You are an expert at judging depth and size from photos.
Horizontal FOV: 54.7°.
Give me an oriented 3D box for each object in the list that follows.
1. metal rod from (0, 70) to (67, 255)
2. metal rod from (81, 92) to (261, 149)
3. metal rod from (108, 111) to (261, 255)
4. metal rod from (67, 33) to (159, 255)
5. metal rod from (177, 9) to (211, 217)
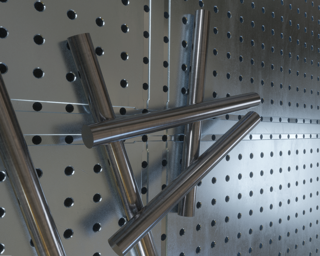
[{"bbox_3d":[-0.130,0.053,0.300,0.025,0.025,0.298,-24,105,-38],"label":"metal rod"},{"bbox_3d":[0.040,-0.019,0.410,0.302,0.025,0.025,-14,99,-39],"label":"metal rod"},{"bbox_3d":[0.052,0.057,0.421,0.302,0.025,0.025,-36,113,-34],"label":"metal rod"},{"bbox_3d":[-0.049,0.040,0.369,0.025,0.025,0.298,-26,107,-37],"label":"metal rod"},{"bbox_3d":[0.050,-0.024,0.453,0.025,0.025,0.298,9,85,-40],"label":"metal rod"}]
